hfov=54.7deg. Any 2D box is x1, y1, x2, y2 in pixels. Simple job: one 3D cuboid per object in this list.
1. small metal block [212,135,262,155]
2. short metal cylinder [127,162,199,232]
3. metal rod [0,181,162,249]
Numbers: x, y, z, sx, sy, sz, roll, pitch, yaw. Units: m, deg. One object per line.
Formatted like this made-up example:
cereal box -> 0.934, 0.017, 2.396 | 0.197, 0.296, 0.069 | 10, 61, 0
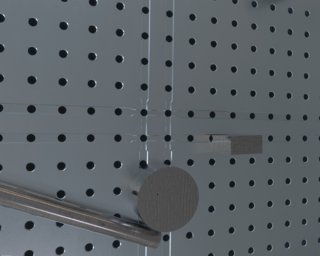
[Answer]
small metal block -> 0.108, 0.023, 0.440 | 0.050, 0.050, 0.025 | -1, 91, -20
short metal cylinder -> 0.003, 0.087, 0.401 | 0.081, 0.050, 0.079 | 0, 90, -20
metal rod -> -0.136, 0.092, 0.362 | 0.302, 0.025, 0.025 | 23, 82, -19
